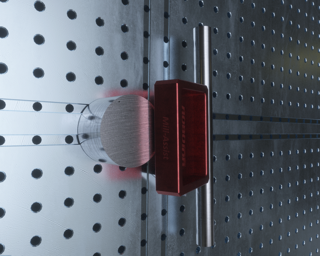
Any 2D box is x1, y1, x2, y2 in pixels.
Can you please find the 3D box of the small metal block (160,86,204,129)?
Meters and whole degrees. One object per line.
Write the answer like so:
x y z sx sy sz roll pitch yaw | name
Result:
0.032 -0.029 0.438 0.050 0.025 0.050 -19 103 -39 | small metal block

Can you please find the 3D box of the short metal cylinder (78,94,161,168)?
-0.045 0.003 0.355 0.081 0.050 0.079 0 90 -40 | short metal cylinder

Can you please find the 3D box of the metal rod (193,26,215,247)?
0.061 0.012 0.430 0.025 0.025 0.298 -2 91 -40 | metal rod

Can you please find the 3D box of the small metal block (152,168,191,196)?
0.025 0.059 0.431 0.050 0.025 0.050 47 62 -30 | small metal block

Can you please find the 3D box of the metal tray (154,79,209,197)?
0.029 0.010 0.381 0.090 0.030 0.129 -3 92 -60 | metal tray
